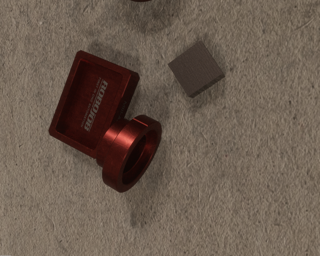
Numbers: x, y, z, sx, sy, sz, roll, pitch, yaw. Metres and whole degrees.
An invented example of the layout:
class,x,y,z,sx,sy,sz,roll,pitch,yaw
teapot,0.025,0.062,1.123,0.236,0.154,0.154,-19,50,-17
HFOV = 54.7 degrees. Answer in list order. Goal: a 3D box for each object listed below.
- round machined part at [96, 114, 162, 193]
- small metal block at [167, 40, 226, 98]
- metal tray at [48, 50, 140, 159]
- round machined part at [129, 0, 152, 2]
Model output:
class,x,y,z,sx,sy,sz,roll,pitch,yaw
round machined part,-0.041,0.027,0.384,0.042,0.098,0.097,27,99,18
small metal block,0.046,-0.073,0.392,0.050,0.025,0.050,-34,79,16
metal tray,-0.095,-0.033,0.438,0.090,0.030,0.129,25,98,18
round machined part,-0.019,-0.214,0.406,0.098,0.042,0.097,0,90,19
